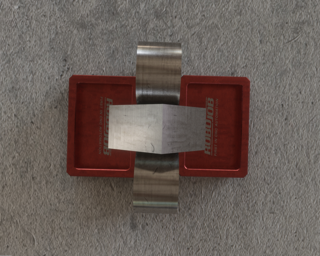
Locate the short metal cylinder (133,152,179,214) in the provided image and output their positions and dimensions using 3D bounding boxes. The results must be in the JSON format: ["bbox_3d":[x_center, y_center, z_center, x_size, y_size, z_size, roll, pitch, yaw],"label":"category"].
[{"bbox_3d":[-0.004,0.065,0.383,0.050,0.080,0.079,2,90,0],"label":"short metal cylinder"}]

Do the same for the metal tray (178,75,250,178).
[{"bbox_3d":[0.068,-0.002,0.409,0.091,0.030,0.129,2,90,0],"label":"metal tray"}]

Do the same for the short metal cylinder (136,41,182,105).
[{"bbox_3d":[-0.001,-0.065,0.383,0.050,0.080,0.079,2,90,0],"label":"short metal cylinder"}]

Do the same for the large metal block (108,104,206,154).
[{"bbox_3d":[-0.002,0.000,0.363,0.080,0.081,0.050,2,91,40],"label":"large metal block"}]

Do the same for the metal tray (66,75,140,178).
[{"bbox_3d":[-0.072,-0.002,0.408,0.091,0.030,0.129,2,90,0],"label":"metal tray"}]
